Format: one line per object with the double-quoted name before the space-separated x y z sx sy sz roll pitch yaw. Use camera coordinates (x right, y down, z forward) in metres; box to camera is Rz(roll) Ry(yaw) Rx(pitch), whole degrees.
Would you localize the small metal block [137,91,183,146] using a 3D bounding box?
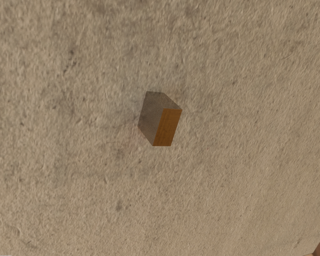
"small metal block" -0.002 -0.012 0.382 0.025 0.050 0.050 2 117 -29
